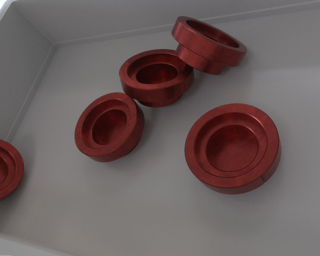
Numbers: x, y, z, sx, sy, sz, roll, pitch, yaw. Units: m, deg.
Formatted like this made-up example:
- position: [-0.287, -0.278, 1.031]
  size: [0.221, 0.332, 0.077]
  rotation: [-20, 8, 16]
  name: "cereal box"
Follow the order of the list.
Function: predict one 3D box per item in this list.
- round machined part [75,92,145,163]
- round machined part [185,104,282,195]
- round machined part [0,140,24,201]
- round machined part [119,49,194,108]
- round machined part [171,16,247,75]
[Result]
- position: [-0.064, 0.003, 0.427]
  size: [0.098, 0.042, 0.098]
  rotation: [-13, 56, 21]
  name: "round machined part"
- position: [0.080, 0.025, 0.337]
  size: [0.098, 0.042, 0.098]
  rotation: [-13, 56, 21]
  name: "round machined part"
- position: [-0.261, 0.067, 0.468]
  size: [0.042, 0.099, 0.098]
  rotation: [-40, 38, 51]
  name: "round machined part"
- position: [-0.003, -0.065, 0.421]
  size: [0.099, 0.042, 0.098]
  rotation: [-4, 42, 4]
  name: "round machined part"
- position: [0.059, -0.104, 0.404]
  size: [0.098, 0.099, 0.042]
  rotation: [53, 129, 39]
  name: "round machined part"
